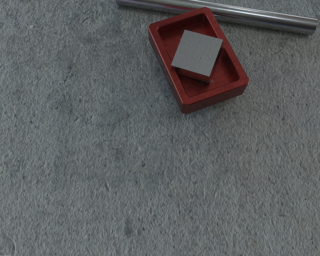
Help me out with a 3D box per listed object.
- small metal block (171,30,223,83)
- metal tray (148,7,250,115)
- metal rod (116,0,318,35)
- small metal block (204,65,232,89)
[{"bbox_3d":[0.048,-0.091,0.394,0.050,0.025,0.050,19,83,13],"label":"small metal block"},{"bbox_3d":[0.048,-0.092,0.413,0.091,0.030,0.130,-20,71,-7],"label":"metal tray"},{"bbox_3d":[0.083,-0.179,0.474,0.302,0.025,0.025,10,70,3],"label":"metal rod"},{"bbox_3d":[0.071,-0.075,0.436,0.050,0.025,0.050,-34,74,-12],"label":"small metal block"}]
